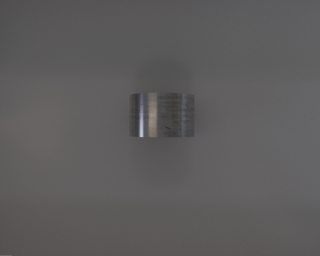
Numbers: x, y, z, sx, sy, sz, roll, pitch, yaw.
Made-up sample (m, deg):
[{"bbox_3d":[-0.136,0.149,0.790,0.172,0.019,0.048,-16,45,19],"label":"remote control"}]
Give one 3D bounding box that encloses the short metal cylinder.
[{"bbox_3d":[0.002,-0.015,0.384,0.080,0.080,0.050,0,90,0],"label":"short metal cylinder"}]
